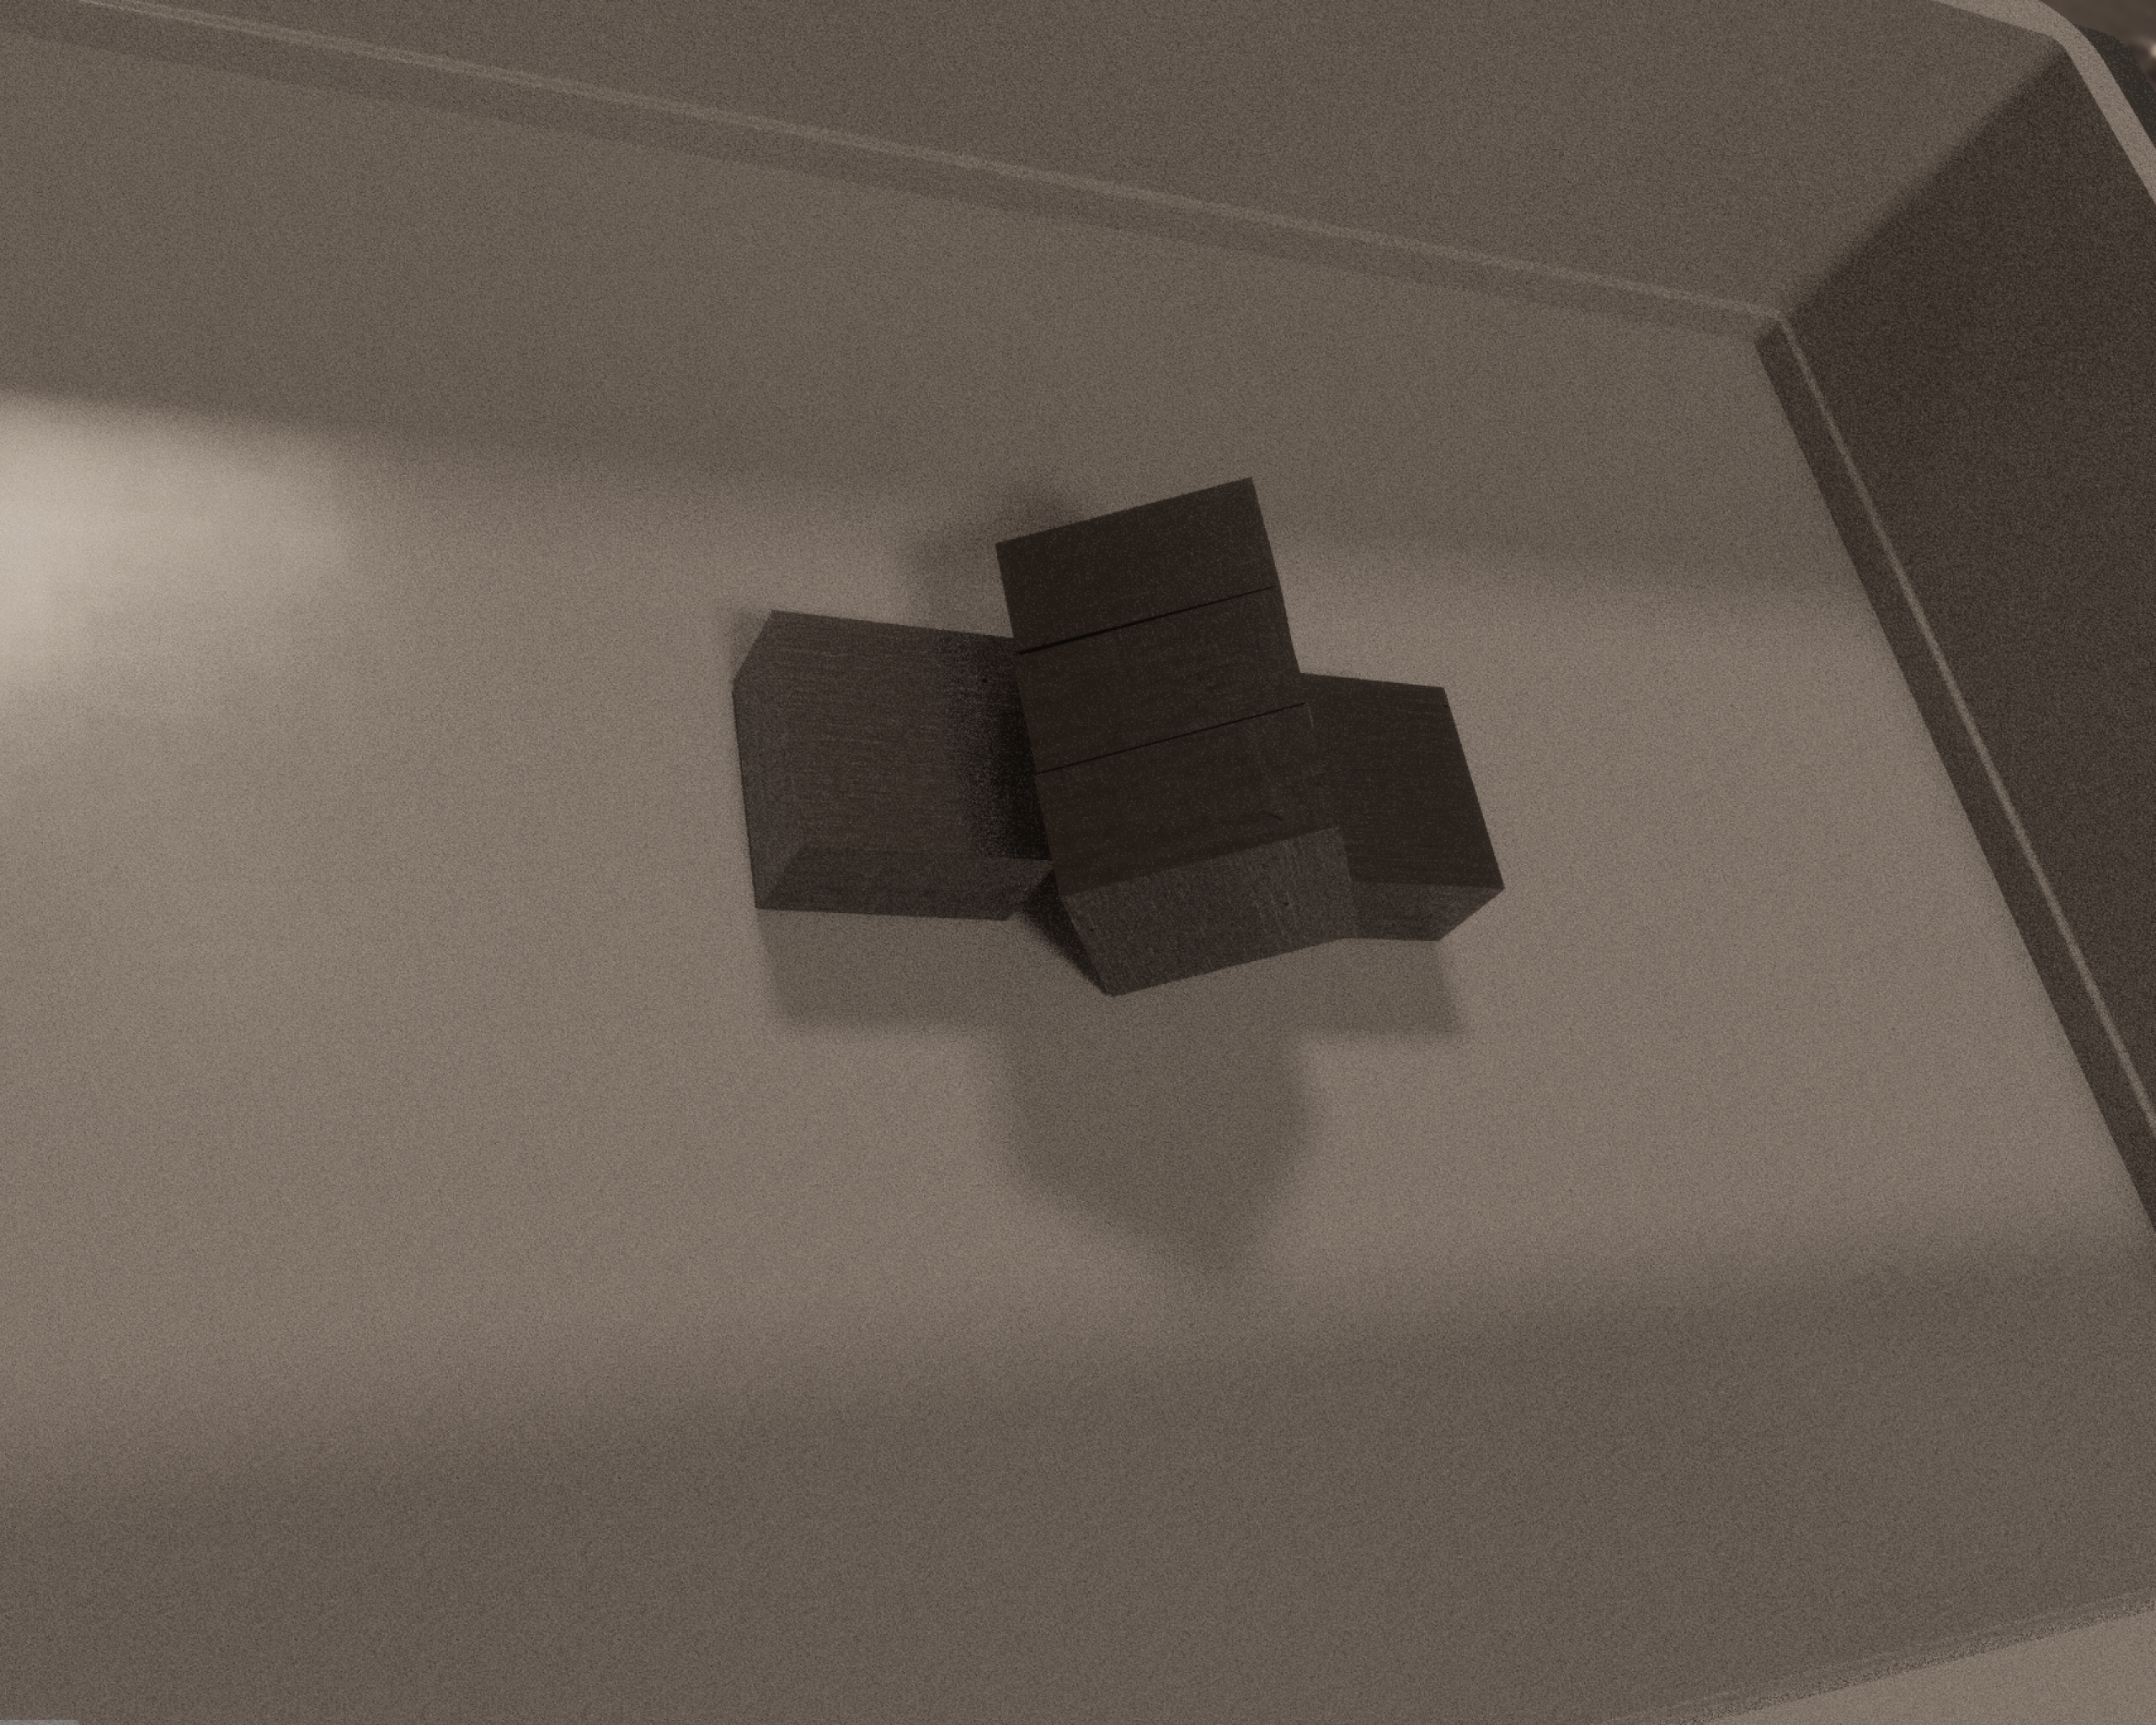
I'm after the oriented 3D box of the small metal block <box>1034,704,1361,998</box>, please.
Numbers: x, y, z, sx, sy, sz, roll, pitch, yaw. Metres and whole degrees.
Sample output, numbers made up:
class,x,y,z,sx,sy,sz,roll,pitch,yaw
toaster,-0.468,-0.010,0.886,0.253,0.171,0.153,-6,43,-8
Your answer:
class,x,y,z,sx,sy,sz,roll,pitch,yaw
small metal block,0.024,-0.001,0.389,0.050,0.050,0.025,-15,64,5

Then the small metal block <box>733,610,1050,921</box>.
class,x,y,z,sx,sy,sz,roll,pitch,yaw
small metal block,-0.035,-0.018,0.397,0.050,0.025,0.050,4,60,-27

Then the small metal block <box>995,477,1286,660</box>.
class,x,y,z,sx,sy,sz,roll,pitch,yaw
small metal block,0.016,-0.046,0.412,0.050,0.050,0.025,-14,63,5

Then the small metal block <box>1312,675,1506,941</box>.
class,x,y,z,sx,sy,sz,roll,pitch,yaw
small metal block,0.057,-0.012,0.444,0.050,0.025,0.050,3,60,-27

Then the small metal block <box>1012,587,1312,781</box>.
class,x,y,z,sx,sy,sz,roll,pitch,yaw
small metal block,0.019,-0.023,0.401,0.050,0.050,0.025,-15,64,5
